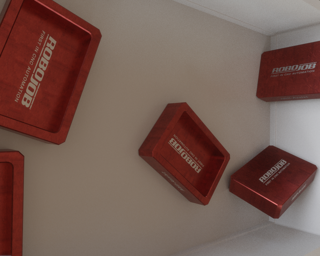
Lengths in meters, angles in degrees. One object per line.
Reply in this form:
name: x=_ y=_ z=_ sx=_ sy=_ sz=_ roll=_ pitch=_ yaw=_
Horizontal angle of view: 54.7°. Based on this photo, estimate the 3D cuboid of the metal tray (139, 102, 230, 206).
metal tray: x=0.040 y=0.038 z=0.436 sx=0.130 sy=0.030 sz=0.090 roll=46 pitch=62 yaw=-30

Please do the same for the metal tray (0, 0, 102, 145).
metal tray: x=-0.120 y=-0.058 z=0.302 sx=0.090 sy=0.030 sz=0.130 roll=25 pitch=74 yaw=-37

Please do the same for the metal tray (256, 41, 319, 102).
metal tray: x=0.236 y=-0.095 z=0.536 sx=0.030 sy=0.130 sz=0.090 roll=16 pitch=80 yaw=-39

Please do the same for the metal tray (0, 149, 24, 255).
metal tray: x=-0.168 y=0.084 z=0.262 sx=0.091 sy=0.030 sz=0.129 roll=1 pitch=89 yaw=-40

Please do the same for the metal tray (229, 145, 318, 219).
metal tray: x=0.190 y=0.084 z=0.518 sx=0.131 sy=0.090 sz=0.030 roll=-27 pitch=132 yaw=-36
